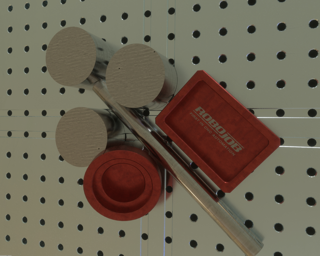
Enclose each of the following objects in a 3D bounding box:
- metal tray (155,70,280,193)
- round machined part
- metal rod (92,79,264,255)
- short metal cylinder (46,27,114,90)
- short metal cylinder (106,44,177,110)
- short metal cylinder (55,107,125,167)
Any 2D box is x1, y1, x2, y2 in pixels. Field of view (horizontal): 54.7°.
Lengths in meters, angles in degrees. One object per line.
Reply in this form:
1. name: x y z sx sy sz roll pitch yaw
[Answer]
1. metal tray: 0.069 0.003 0.384 0.130 0.030 0.090 45 104 14
2. round machined part: -0.047 0.068 0.409 0.099 0.042 0.097 0 105 1
3. metal rod: 0.014 0.043 0.408 0.300 0.025 0.025 46 104 14
4. short metal cylinder: -0.112 -0.096 0.439 0.080 0.050 0.080 0 90 20
5. short metal cylinder: -0.023 -0.065 0.407 0.080 0.050 0.080 0 90 20
6. short metal cylinder: -0.097 0.012 0.433 0.080 0.050 0.080 0 90 20
